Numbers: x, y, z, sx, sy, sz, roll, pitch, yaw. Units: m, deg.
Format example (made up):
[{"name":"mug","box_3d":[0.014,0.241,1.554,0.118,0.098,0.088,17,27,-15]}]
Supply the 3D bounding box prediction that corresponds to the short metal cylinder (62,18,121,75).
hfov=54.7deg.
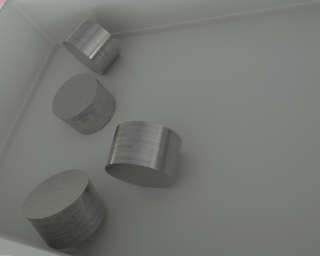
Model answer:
[{"name":"short metal cylinder","box_3d":[-0.111,-0.133,0.511,0.080,0.080,0.050,29,78,37]}]

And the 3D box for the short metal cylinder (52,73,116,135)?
[{"name":"short metal cylinder","box_3d":[-0.115,-0.036,0.473,0.080,0.050,0.080,-13,56,21]}]

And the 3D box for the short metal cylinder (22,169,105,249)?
[{"name":"short metal cylinder","box_3d":[-0.113,0.095,0.371,0.080,0.050,0.080,-16,28,9]}]

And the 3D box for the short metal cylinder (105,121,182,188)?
[{"name":"short metal cylinder","box_3d":[-0.018,0.033,0.360,0.080,0.080,0.050,-2,61,27]}]
